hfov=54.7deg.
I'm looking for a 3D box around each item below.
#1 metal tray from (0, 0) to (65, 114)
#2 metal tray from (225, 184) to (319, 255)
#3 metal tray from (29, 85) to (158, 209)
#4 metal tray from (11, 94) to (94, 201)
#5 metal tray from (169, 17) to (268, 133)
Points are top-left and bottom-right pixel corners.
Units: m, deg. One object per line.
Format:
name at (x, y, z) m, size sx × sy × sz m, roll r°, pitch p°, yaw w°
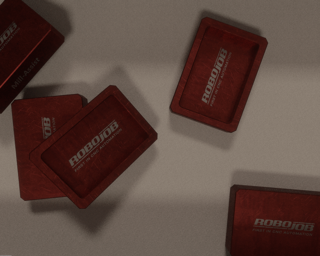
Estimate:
metal tray at (-0.195, -0.094, 0.391) m, size 0.090 × 0.030 × 0.130 m, roll 41°, pitch 89°, yaw 20°
metal tray at (0.158, 0.127, 0.411) m, size 0.131 × 0.030 × 0.089 m, roll 5°, pitch 90°, yaw -1°
metal tray at (-0.079, 0.021, 0.381) m, size 0.130 × 0.030 × 0.090 m, roll -44°, pitch 103°, yaw -16°
metal tray at (-0.138, 0.024, 0.407) m, size 0.091 × 0.030 × 0.129 m, roll -6°, pitch 90°, yaw -1°
metal tray at (0.075, -0.068, 0.409) m, size 0.090 × 0.030 × 0.129 m, roll 20°, pitch 90°, yaw -1°
